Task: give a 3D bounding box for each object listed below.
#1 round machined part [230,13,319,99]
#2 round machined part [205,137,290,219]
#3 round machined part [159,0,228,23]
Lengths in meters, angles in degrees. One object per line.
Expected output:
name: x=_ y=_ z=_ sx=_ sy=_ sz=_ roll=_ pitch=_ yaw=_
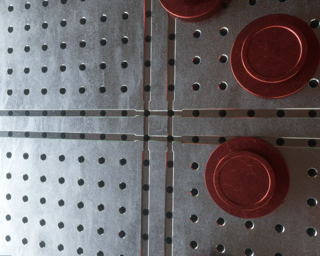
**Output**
round machined part: x=0.131 y=-0.083 z=0.357 sx=0.098 sy=0.042 sz=0.097 roll=0 pitch=90 yaw=20
round machined part: x=0.101 y=0.059 z=0.368 sx=0.098 sy=0.042 sz=0.097 roll=0 pitch=90 yaw=20
round machined part: x=0.040 y=-0.188 z=0.390 sx=0.098 sy=0.042 sz=0.097 roll=0 pitch=90 yaw=20
